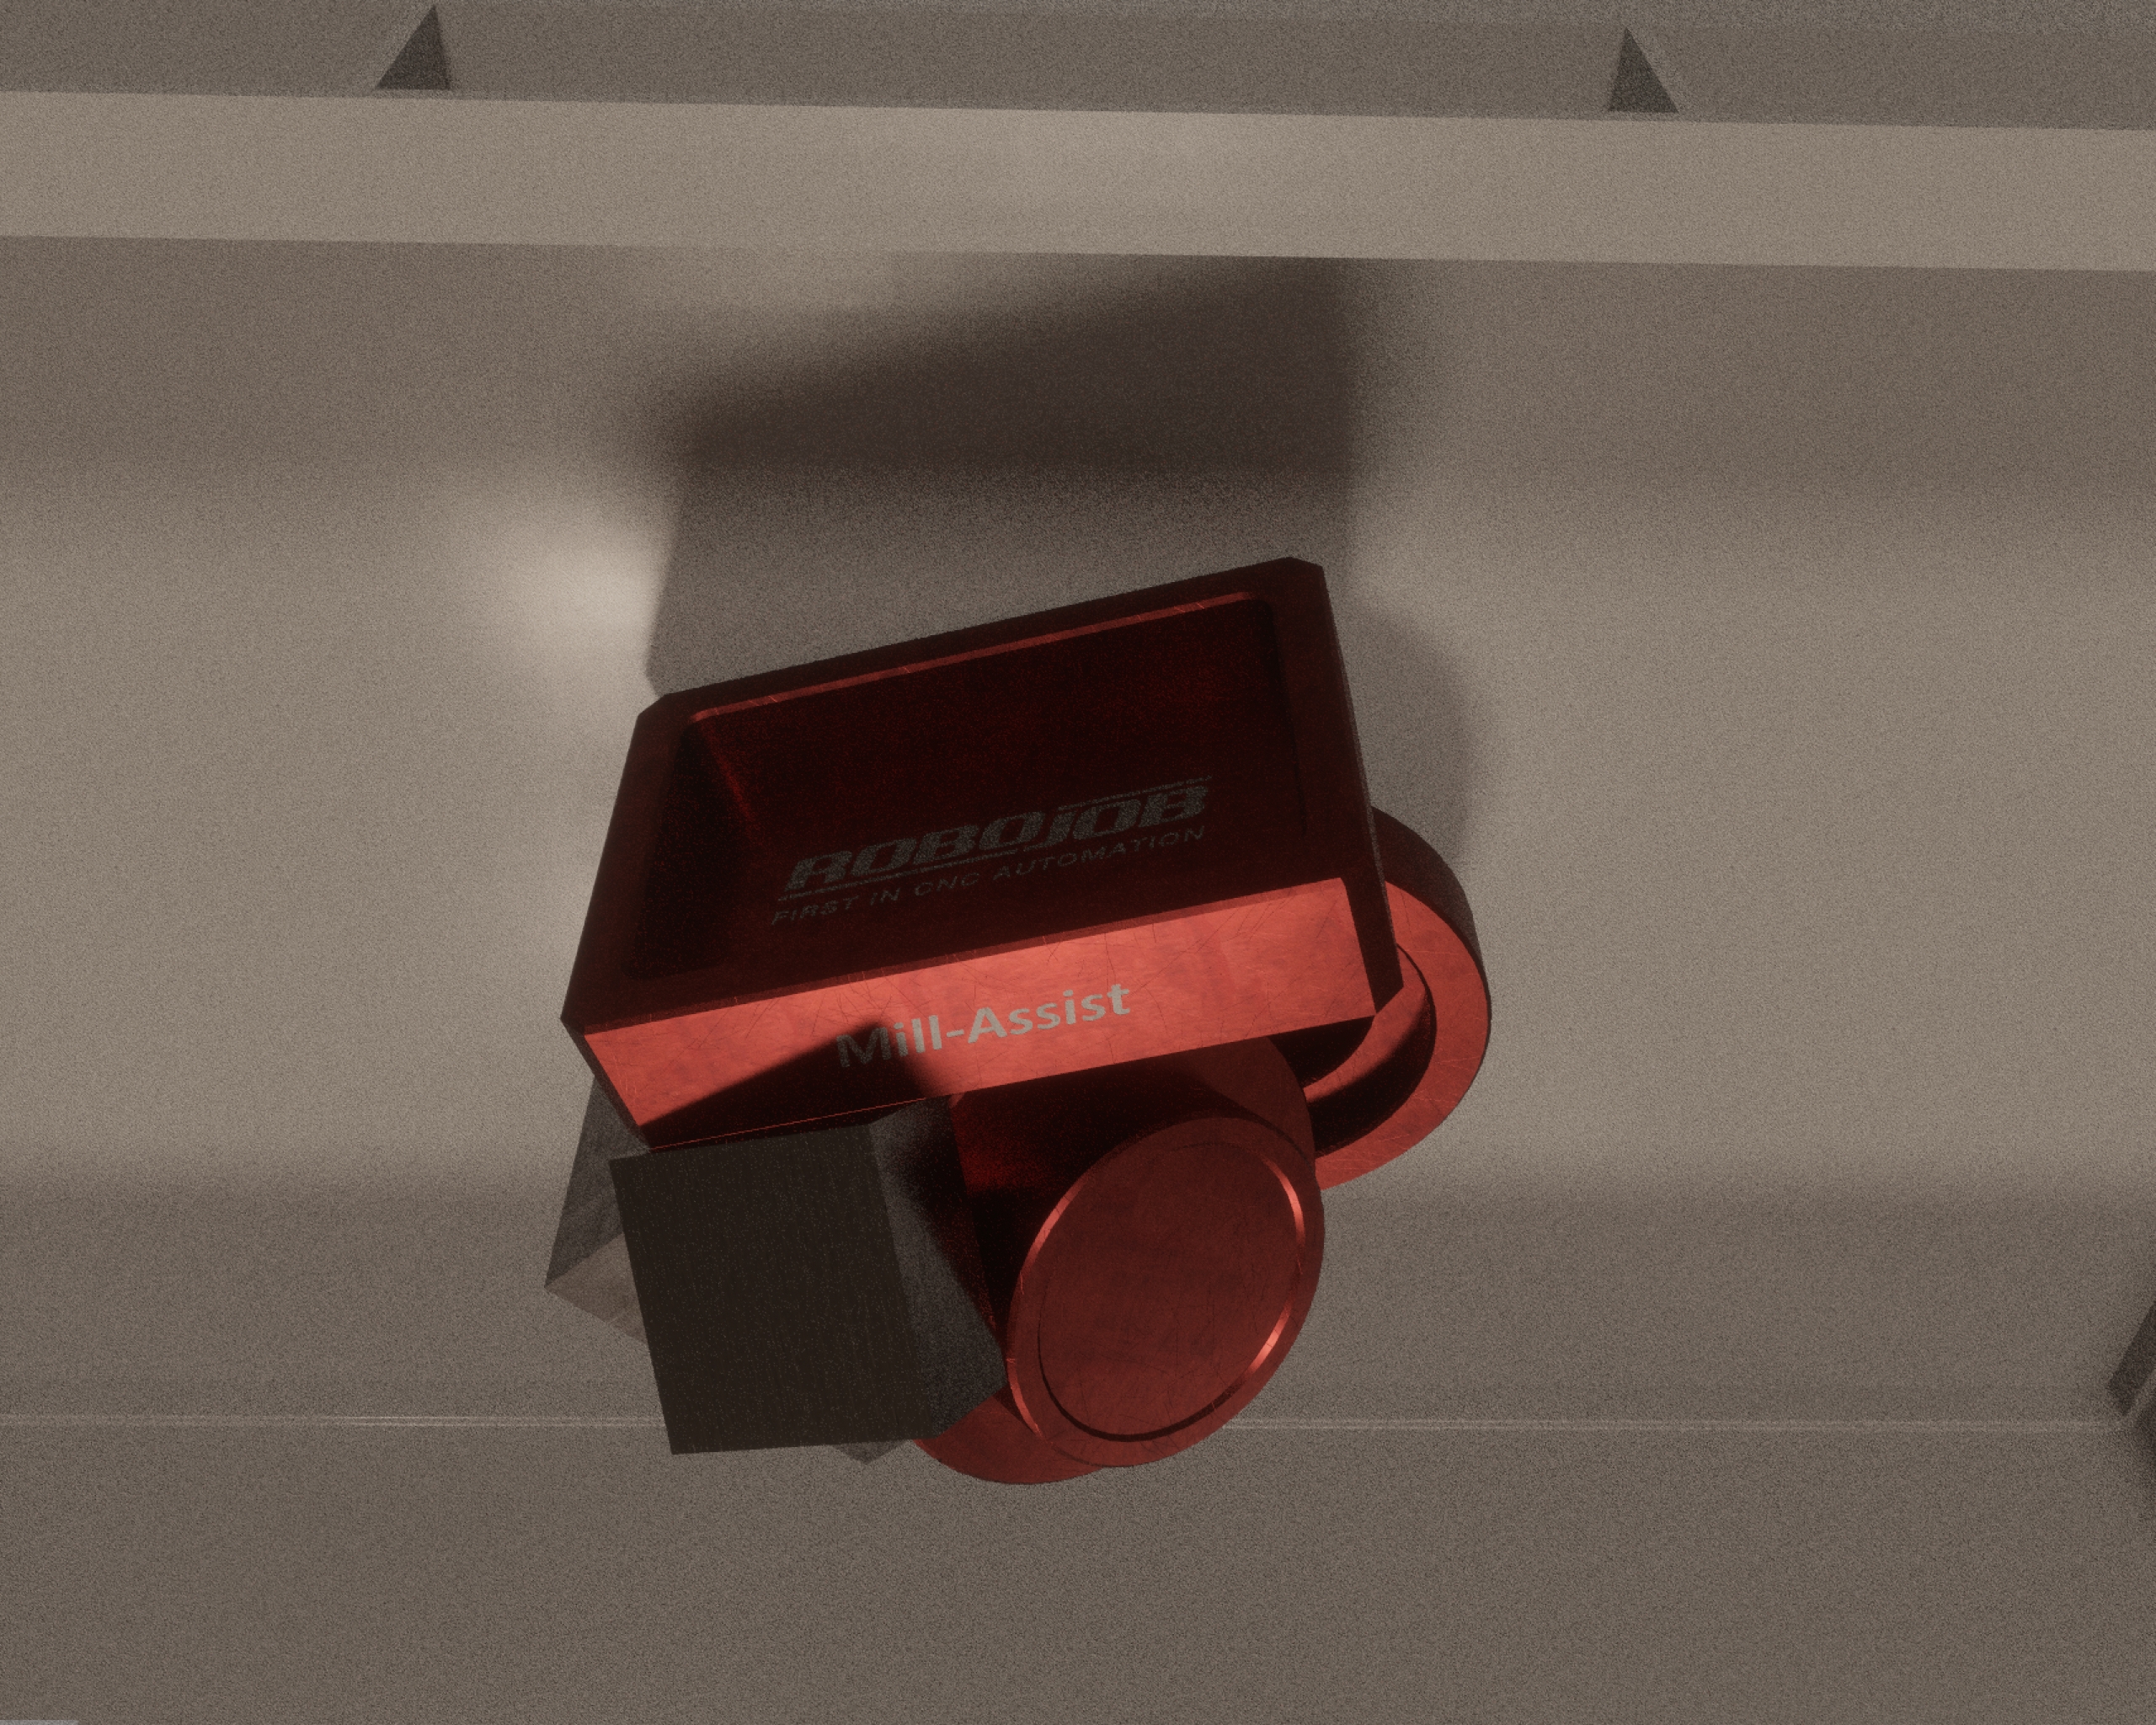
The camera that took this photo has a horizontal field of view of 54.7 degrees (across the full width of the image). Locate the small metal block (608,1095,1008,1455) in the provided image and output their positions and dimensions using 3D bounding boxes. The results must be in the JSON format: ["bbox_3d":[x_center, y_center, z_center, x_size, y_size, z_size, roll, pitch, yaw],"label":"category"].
[{"bbox_3d":[-0.044,0.067,0.343,0.050,0.025,0.050,-11,92,25],"label":"small metal block"}]

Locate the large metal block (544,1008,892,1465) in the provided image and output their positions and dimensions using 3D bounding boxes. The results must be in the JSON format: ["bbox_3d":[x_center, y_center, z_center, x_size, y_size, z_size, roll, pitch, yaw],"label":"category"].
[{"bbox_3d":[-0.053,0.061,0.423,0.050,0.080,0.080,-36,122,26],"label":"large metal block"}]

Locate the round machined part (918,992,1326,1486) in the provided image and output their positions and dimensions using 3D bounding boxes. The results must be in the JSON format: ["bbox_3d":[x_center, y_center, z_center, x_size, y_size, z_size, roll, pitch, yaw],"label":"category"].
[{"bbox_3d":[0.006,0.070,0.379,0.099,0.042,0.097,-12,112,-31],"label":"round machined part"}]

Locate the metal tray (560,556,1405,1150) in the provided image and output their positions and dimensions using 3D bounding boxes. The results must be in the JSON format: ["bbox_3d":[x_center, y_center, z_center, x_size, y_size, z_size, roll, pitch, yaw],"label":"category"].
[{"bbox_3d":[-0.016,-0.004,0.360,0.131,0.090,0.030,-11,130,9],"label":"metal tray"}]

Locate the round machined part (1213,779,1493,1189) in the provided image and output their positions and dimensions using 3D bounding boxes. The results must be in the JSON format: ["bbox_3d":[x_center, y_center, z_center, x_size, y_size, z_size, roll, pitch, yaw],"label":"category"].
[{"bbox_3d":[0.030,0.021,0.416,0.099,0.042,0.097,-1,130,0],"label":"round machined part"}]
